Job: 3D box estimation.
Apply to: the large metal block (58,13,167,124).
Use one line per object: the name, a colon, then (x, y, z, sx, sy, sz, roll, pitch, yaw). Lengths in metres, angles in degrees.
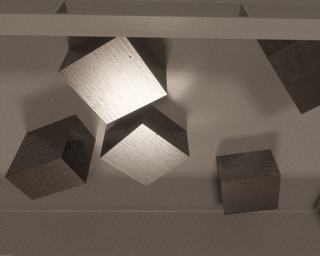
large metal block: (-0.048, -0.062, 0.339, 0.080, 0.050, 0.080, -25, 126, 19)

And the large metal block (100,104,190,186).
large metal block: (-0.019, 0.022, 0.411, 0.080, 0.050, 0.080, 36, 121, -27)

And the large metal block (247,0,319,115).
large metal block: (0.137, -0.075, 0.311, 0.050, 0.080, 0.080, -31, 124, 23)

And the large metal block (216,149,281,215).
large metal block: (0.131, 0.082, 0.465, 0.080, 0.050, 0.080, -9, 130, 7)

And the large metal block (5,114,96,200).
large metal block: (-0.138, 0.037, 0.403, 0.080, 0.080, 0.050, -19, 128, 15)
